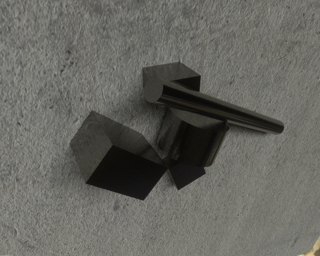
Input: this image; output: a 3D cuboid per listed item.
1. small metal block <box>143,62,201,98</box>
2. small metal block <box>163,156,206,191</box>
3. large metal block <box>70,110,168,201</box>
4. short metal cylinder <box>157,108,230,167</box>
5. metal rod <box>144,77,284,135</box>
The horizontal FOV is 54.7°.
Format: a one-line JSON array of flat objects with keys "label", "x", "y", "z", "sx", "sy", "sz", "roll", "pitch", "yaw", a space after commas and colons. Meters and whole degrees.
[{"label": "small metal block", "x": 0.013, "y": -0.055, "z": 0.365, "sx": 0.050, "sy": 0.050, "sz": 0.025, "roll": -14, "pitch": 124, "yaw": -21}, {"label": "small metal block", "x": 0.036, "y": 0.058, "z": 0.465, "sx": 0.050, "sy": 0.025, "sz": 0.050, "roll": -30, "pitch": 129, "yaw": -10}, {"label": "large metal block", "x": -0.050, "y": 0.032, "z": 0.365, "sx": 0.080, "sy": 0.080, "sz": 0.050, "roll": 28, "pitch": 103, "yaw": -38}, {"label": "short metal cylinder", "x": 0.042, "y": 0.007, "z": 0.401, "sx": 0.081, "sy": 0.080, "sz": 0.050, "roll": 5, "pitch": 116, "yaw": -31}, {"label": "metal rod", "x": 0.094, "y": -0.019, "z": 0.405, "sx": 0.302, "sy": 0.025, "sz": 0.025, "roll": 10, "pitch": 114, "yaw": -47}]
